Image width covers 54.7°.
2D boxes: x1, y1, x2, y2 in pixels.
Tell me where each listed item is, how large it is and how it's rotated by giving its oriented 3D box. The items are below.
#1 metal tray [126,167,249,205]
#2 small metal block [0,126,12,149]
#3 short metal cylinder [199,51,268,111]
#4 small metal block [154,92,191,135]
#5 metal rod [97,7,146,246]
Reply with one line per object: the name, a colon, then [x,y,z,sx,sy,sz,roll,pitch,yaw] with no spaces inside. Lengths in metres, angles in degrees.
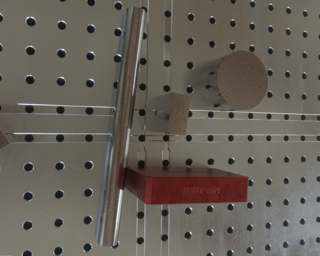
metal tray: [0.032,0.070,0.391,0.131,0.090,0.030,4,89,-20]
small metal block: [-0.201,0.009,0.338,0.050,0.025,0.050,-34,101,-17]
short metal cylinder: [0.103,-0.064,0.439,0.081,0.050,0.079,0,90,-20]
small metal block: [0.015,-0.017,0.406,0.025,0.050,0.050,10,87,-20]
metal rod: [-0.048,-0.004,0.395,0.025,0.025,0.298,8,87,-20]
